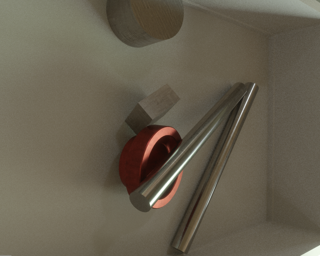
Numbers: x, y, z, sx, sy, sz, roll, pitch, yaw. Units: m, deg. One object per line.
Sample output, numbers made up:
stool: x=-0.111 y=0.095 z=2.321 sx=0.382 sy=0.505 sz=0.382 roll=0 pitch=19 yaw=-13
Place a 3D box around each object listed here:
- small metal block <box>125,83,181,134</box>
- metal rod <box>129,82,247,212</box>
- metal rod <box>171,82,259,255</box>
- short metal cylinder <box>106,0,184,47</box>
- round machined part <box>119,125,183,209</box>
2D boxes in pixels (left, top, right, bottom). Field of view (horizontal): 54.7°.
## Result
small metal block: x=-0.010 y=-0.022 z=0.380 sx=0.050 sy=0.050 sz=0.025 roll=-38 pitch=87 yaw=-34
metal rod: x=0.057 y=0.004 z=0.414 sx=0.302 sy=0.025 sz=0.025 roll=-42 pitch=117 yaw=-47
metal rod: x=0.094 y=0.049 z=0.488 sx=0.025 sy=0.025 sz=0.300 roll=44 pitch=64 yaw=-32
short metal cylinder: x=-0.017 y=-0.143 z=0.377 sx=0.081 sy=0.050 sz=0.079 roll=0 pitch=91 yaw=-40
round machined part: x=-0.012 y=0.044 z=0.375 sx=0.099 sy=0.042 sz=0.097 roll=-16 pitch=109 yaw=-56
